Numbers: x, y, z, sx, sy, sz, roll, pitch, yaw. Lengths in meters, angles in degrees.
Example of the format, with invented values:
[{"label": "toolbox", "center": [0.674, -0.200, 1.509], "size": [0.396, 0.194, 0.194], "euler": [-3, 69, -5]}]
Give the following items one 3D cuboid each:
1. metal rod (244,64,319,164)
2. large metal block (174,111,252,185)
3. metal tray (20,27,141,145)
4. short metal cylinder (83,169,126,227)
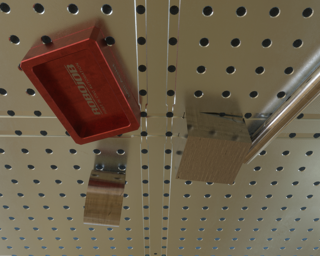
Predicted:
[{"label": "metal rod", "center": [0.189, -0.058, 0.363], "size": [0.025, 0.025, 0.298], "euler": [22, 127, -18]}, {"label": "large metal block", "center": [0.067, 0.028, 0.419], "size": [0.081, 0.050, 0.079], "euler": [7, 130, -6]}, {"label": "metal tray", "center": [-0.087, -0.043, 0.370], "size": [0.090, 0.030, 0.130], "euler": [-15, 129, 12]}, {"label": "short metal cylinder", "center": [-0.082, 0.105, 0.464], "size": [0.050, 0.080, 0.079], "euler": [8, 130, -7]}]
